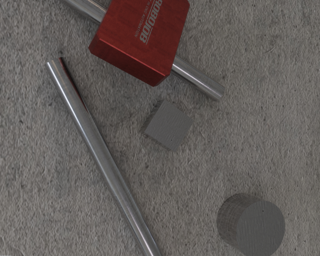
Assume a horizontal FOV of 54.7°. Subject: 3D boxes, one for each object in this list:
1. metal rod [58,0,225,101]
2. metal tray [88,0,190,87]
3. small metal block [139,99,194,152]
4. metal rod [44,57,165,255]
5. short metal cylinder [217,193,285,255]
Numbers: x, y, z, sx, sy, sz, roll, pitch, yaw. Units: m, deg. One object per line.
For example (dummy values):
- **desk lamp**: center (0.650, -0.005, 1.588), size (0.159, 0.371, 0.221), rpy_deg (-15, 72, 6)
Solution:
- **metal rod**: center (-0.040, -0.120, 0.393), size (0.301, 0.025, 0.025), rpy_deg (30, 80, -18)
- **metal tray**: center (-0.020, -0.125, 0.373), size (0.090, 0.030, 0.130), rpy_deg (27, 60, -20)
- **small metal block**: center (0.009, -0.003, 0.412), size (0.050, 0.025, 0.050), rpy_deg (34, 79, -17)
- **metal rod**: center (-0.061, 0.055, 0.386), size (0.025, 0.025, 0.299), rpy_deg (-28, 99, -18)
- **short metal cylinder**: center (0.129, 0.138, 0.444), size (0.081, 0.050, 0.079), rpy_deg (0, 90, -20)
